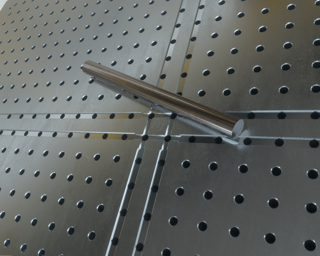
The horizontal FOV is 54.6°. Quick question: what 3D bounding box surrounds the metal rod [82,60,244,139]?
[{"bbox_3d":[-0.017,-0.052,0.449,0.300,0.025,0.025,26,76,37],"label":"metal rod"}]
